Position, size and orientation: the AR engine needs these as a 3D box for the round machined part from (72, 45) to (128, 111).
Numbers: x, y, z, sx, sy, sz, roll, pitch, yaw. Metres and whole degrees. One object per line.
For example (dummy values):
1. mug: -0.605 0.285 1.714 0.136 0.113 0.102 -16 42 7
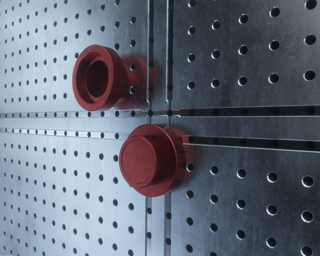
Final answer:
1. round machined part: -0.087 -0.074 0.472 0.098 0.042 0.097 0 90 40

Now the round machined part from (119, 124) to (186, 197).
1. round machined part: -0.017 0.043 0.413 0.098 0.042 0.097 0 90 40
